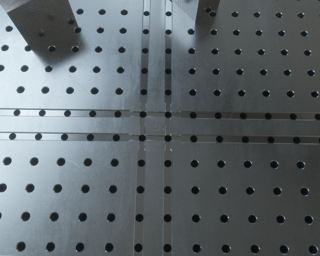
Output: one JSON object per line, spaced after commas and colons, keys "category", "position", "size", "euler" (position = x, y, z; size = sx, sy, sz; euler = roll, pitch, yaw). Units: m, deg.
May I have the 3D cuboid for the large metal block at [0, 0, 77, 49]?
{"category": "large metal block", "position": [-0.176, -0.173, 0.444], "size": [0.080, 0.080, 0.050], "euler": [-34, 74, -12]}

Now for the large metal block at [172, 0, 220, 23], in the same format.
{"category": "large metal block", "position": [0.049, -0.223, 0.465], "size": [0.050, 0.080, 0.080], "euler": [-38, 75, -13]}
